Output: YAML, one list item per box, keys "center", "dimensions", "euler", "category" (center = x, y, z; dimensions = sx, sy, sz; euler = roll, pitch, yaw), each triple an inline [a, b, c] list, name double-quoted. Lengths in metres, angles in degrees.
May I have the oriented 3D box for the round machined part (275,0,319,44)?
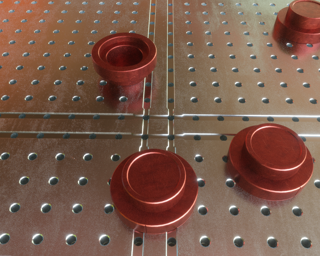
- center: [0.265, -0.200, 0.566]
  dimensions: [0.099, 0.042, 0.098]
  euler: [0, 50, 0]
  category: "round machined part"

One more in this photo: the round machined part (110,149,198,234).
- center: [-0.006, 0.062, 0.345]
  dimensions: [0.099, 0.042, 0.098]
  euler: [0, 50, 0]
  category: "round machined part"

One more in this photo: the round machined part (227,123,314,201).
- center: [0.133, 0.033, 0.370]
  dimensions: [0.099, 0.042, 0.098]
  euler: [0, 50, 0]
  category: "round machined part"

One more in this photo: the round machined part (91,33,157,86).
- center: [-0.054, -0.103, 0.484]
  dimensions: [0.099, 0.042, 0.098]
  euler: [0, 50, 0]
  category: "round machined part"
